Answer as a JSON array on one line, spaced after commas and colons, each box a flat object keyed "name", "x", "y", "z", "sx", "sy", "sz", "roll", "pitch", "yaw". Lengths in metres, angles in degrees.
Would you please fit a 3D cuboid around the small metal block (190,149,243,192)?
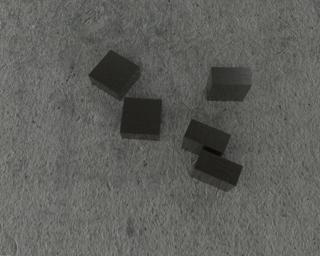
[{"name": "small metal block", "x": 0.067, "y": 0.053, "z": 0.376, "sx": 0.050, "sy": 0.050, "sz": 0.025, "roll": 22, "pitch": 72, "yaw": 8}]

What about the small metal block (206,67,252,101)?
[{"name": "small metal block", "x": 0.091, "y": -0.058, "z": 0.416, "sx": 0.050, "sy": 0.050, "sz": 0.025, "roll": 1, "pitch": 70, "yaw": 0}]

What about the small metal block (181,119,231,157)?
[{"name": "small metal block", "x": 0.056, "y": 0.018, "z": 0.389, "sx": 0.050, "sy": 0.050, "sz": 0.025, "roll": 23, "pitch": 72, "yaw": 8}]

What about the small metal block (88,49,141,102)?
[{"name": "small metal block", "x": -0.063, "y": -0.074, "z": 0.434, "sx": 0.050, "sy": 0.025, "sz": 0.050, "roll": 33, "pitch": 73, "yaw": 11}]

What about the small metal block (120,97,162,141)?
[{"name": "small metal block", "x": -0.024, "y": -0.012, "z": 0.412, "sx": 0.050, "sy": 0.025, "sz": 0.050, "roll": 4, "pitch": 70, "yaw": 1}]
